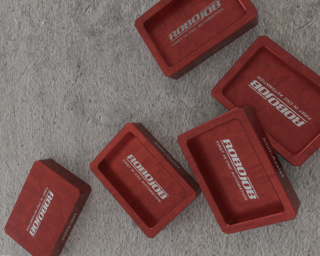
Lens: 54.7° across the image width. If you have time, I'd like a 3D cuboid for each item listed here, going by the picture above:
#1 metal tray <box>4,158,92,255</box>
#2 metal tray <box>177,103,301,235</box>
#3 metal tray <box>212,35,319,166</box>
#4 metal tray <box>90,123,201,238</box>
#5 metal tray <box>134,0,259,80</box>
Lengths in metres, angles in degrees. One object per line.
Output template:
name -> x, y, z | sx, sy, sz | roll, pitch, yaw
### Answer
metal tray -> -0.170, 0.123, 0.466 | 0.090, 0.030, 0.129 | 30, 100, 17
metal tray -> 0.088, 0.049, 0.355 | 0.090, 0.030, 0.130 | -28, 87, 33
metal tray -> 0.137, -0.031, 0.357 | 0.130, 0.030, 0.090 | 44, 103, 14
metal tray -> -0.021, 0.067, 0.413 | 0.130, 0.030, 0.090 | 46, 104, 14
metal tray -> 0.044, -0.133, 0.390 | 0.130, 0.030, 0.090 | -33, 80, 17
